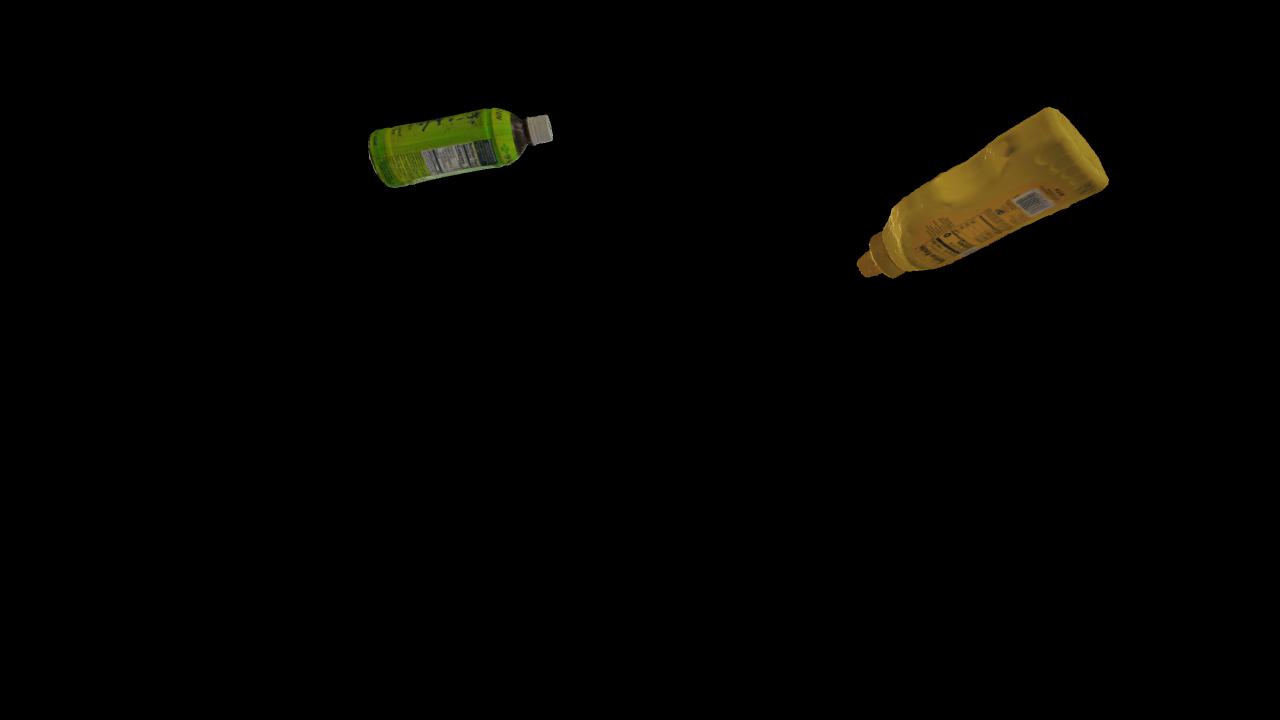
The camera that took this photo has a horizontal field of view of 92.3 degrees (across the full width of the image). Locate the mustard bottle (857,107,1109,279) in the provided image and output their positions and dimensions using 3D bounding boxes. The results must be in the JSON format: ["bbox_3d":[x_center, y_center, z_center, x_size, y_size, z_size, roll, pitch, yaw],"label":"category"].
[{"bbox_3d":[0.257,-0.117,0.498,0.092,0.054,0.184,11,-29,-36],"label":"mustard bottle"}]

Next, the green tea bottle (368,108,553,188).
[{"bbox_3d":[-0.210,-0.258,0.740,0.212,0.073,0.073,-8,0,2],"label":"green tea bottle"}]
